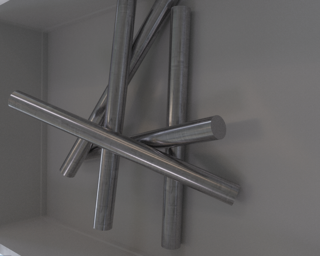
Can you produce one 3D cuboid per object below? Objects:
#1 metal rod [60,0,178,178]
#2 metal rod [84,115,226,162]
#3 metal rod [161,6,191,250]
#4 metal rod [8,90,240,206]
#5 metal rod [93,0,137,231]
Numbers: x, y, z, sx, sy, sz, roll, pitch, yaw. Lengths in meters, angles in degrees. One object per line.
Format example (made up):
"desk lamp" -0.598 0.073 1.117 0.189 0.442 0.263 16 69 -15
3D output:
"metal rod" -0.063 -0.053 0.434 0.025 0.025 0.299 43 108 31
"metal rod" -0.042 0.023 0.418 0.299 0.025 0.025 -13 82 46
"metal rod" 0.020 0.001 0.390 0.025 0.025 0.298 4 92 40
"metal rod" -0.053 0.018 0.372 0.301 0.025 0.025 22 106 12
"metal rod" -0.058 -0.018 0.400 0.025 0.025 0.298 8 92 40
